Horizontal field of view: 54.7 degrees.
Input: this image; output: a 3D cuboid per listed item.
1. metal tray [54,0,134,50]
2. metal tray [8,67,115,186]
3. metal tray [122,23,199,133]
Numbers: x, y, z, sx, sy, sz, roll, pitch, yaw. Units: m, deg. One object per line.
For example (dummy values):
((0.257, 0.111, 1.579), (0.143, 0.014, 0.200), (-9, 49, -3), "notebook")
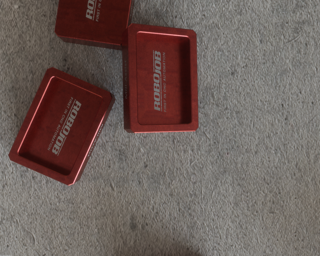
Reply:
((-0.080, -0.175, 0.407), (0.091, 0.030, 0.129), (8, 90, 0), "metal tray")
((-0.126, -0.002, 0.406), (0.090, 0.030, 0.129), (24, 90, 0), "metal tray")
((0.001, -0.059, 0.391), (0.091, 0.030, 0.129), (-1, 90, -22), "metal tray")
